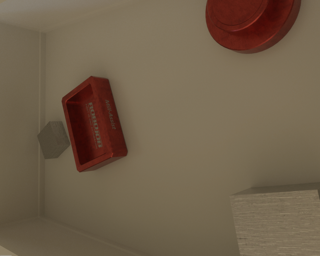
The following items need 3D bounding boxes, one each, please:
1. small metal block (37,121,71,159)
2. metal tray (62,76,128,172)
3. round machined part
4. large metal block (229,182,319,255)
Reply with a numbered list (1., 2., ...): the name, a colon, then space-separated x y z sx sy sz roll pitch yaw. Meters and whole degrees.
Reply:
1. small metal block: -0.194 0.022 0.563 0.050 0.025 0.050 -39 66 32
2. metal tray: -0.106 -0.005 0.488 0.090 0.030 0.129 -26 74 36
3. round machined part: 0.089 -0.130 0.321 0.098 0.042 0.097 0 90 39
4. large metal block: 0.120 0.097 0.291 0.080 0.050 0.080 -15 81 38
